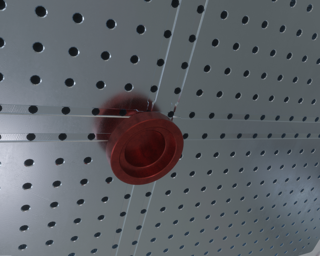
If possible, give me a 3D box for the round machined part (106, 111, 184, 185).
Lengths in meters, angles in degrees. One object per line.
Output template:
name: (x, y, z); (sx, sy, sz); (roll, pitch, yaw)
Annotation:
round machined part: (-0.022, 0.022, 0.401); (0.099, 0.042, 0.097); (-14, 124, -21)
